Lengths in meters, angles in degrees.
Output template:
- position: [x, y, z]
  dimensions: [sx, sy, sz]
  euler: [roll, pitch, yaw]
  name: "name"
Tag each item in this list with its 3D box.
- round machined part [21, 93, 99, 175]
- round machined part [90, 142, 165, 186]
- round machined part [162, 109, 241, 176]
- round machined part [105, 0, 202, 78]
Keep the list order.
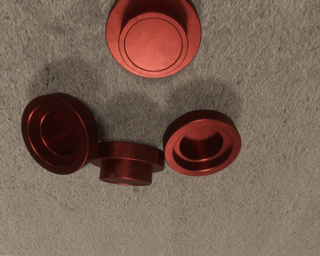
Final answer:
- position: [-0.116, 0.004, 0.379]
  dimensions: [0.098, 0.042, 0.097]
  euler: [7, 108, 22]
  name: "round machined part"
- position: [-0.043, 0.051, 0.410]
  dimensions: [0.099, 0.042, 0.098]
  euler: [4, 162, 2]
  name: "round machined part"
- position: [0.052, 0.015, 0.406]
  dimensions: [0.099, 0.042, 0.097]
  euler: [-3, 128, -4]
  name: "round machined part"
- position: [-0.006, -0.093, 0.317]
  dimensions: [0.099, 0.042, 0.097]
  euler: [-1, 130, 0]
  name: "round machined part"
